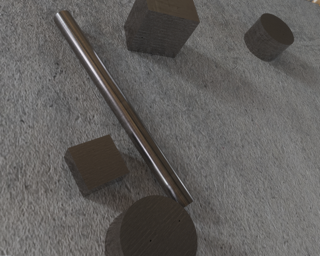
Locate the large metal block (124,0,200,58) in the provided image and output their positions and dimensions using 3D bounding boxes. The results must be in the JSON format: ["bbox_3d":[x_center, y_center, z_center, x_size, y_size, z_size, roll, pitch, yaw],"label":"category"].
[{"bbox_3d":[0.000,-0.155,0.463,0.081,0.080,0.050,3,61,-27],"label":"large metal block"}]

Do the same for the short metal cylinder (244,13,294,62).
[{"bbox_3d":[0.215,-0.179,0.612,0.081,0.050,0.080,14,56,-21],"label":"short metal cylinder"}]

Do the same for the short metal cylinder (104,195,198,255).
[{"bbox_3d":[-0.010,0.114,0.313,0.081,0.050,0.080,14,56,-21],"label":"short metal cylinder"}]

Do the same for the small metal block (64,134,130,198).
[{"bbox_3d":[-0.070,0.041,0.341,0.050,0.025,0.050,-20,72,-36],"label":"small metal block"}]

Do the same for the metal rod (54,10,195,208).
[{"bbox_3d":[-0.051,-0.030,0.394,0.025,0.025,0.299,-25,76,-37],"label":"metal rod"}]
